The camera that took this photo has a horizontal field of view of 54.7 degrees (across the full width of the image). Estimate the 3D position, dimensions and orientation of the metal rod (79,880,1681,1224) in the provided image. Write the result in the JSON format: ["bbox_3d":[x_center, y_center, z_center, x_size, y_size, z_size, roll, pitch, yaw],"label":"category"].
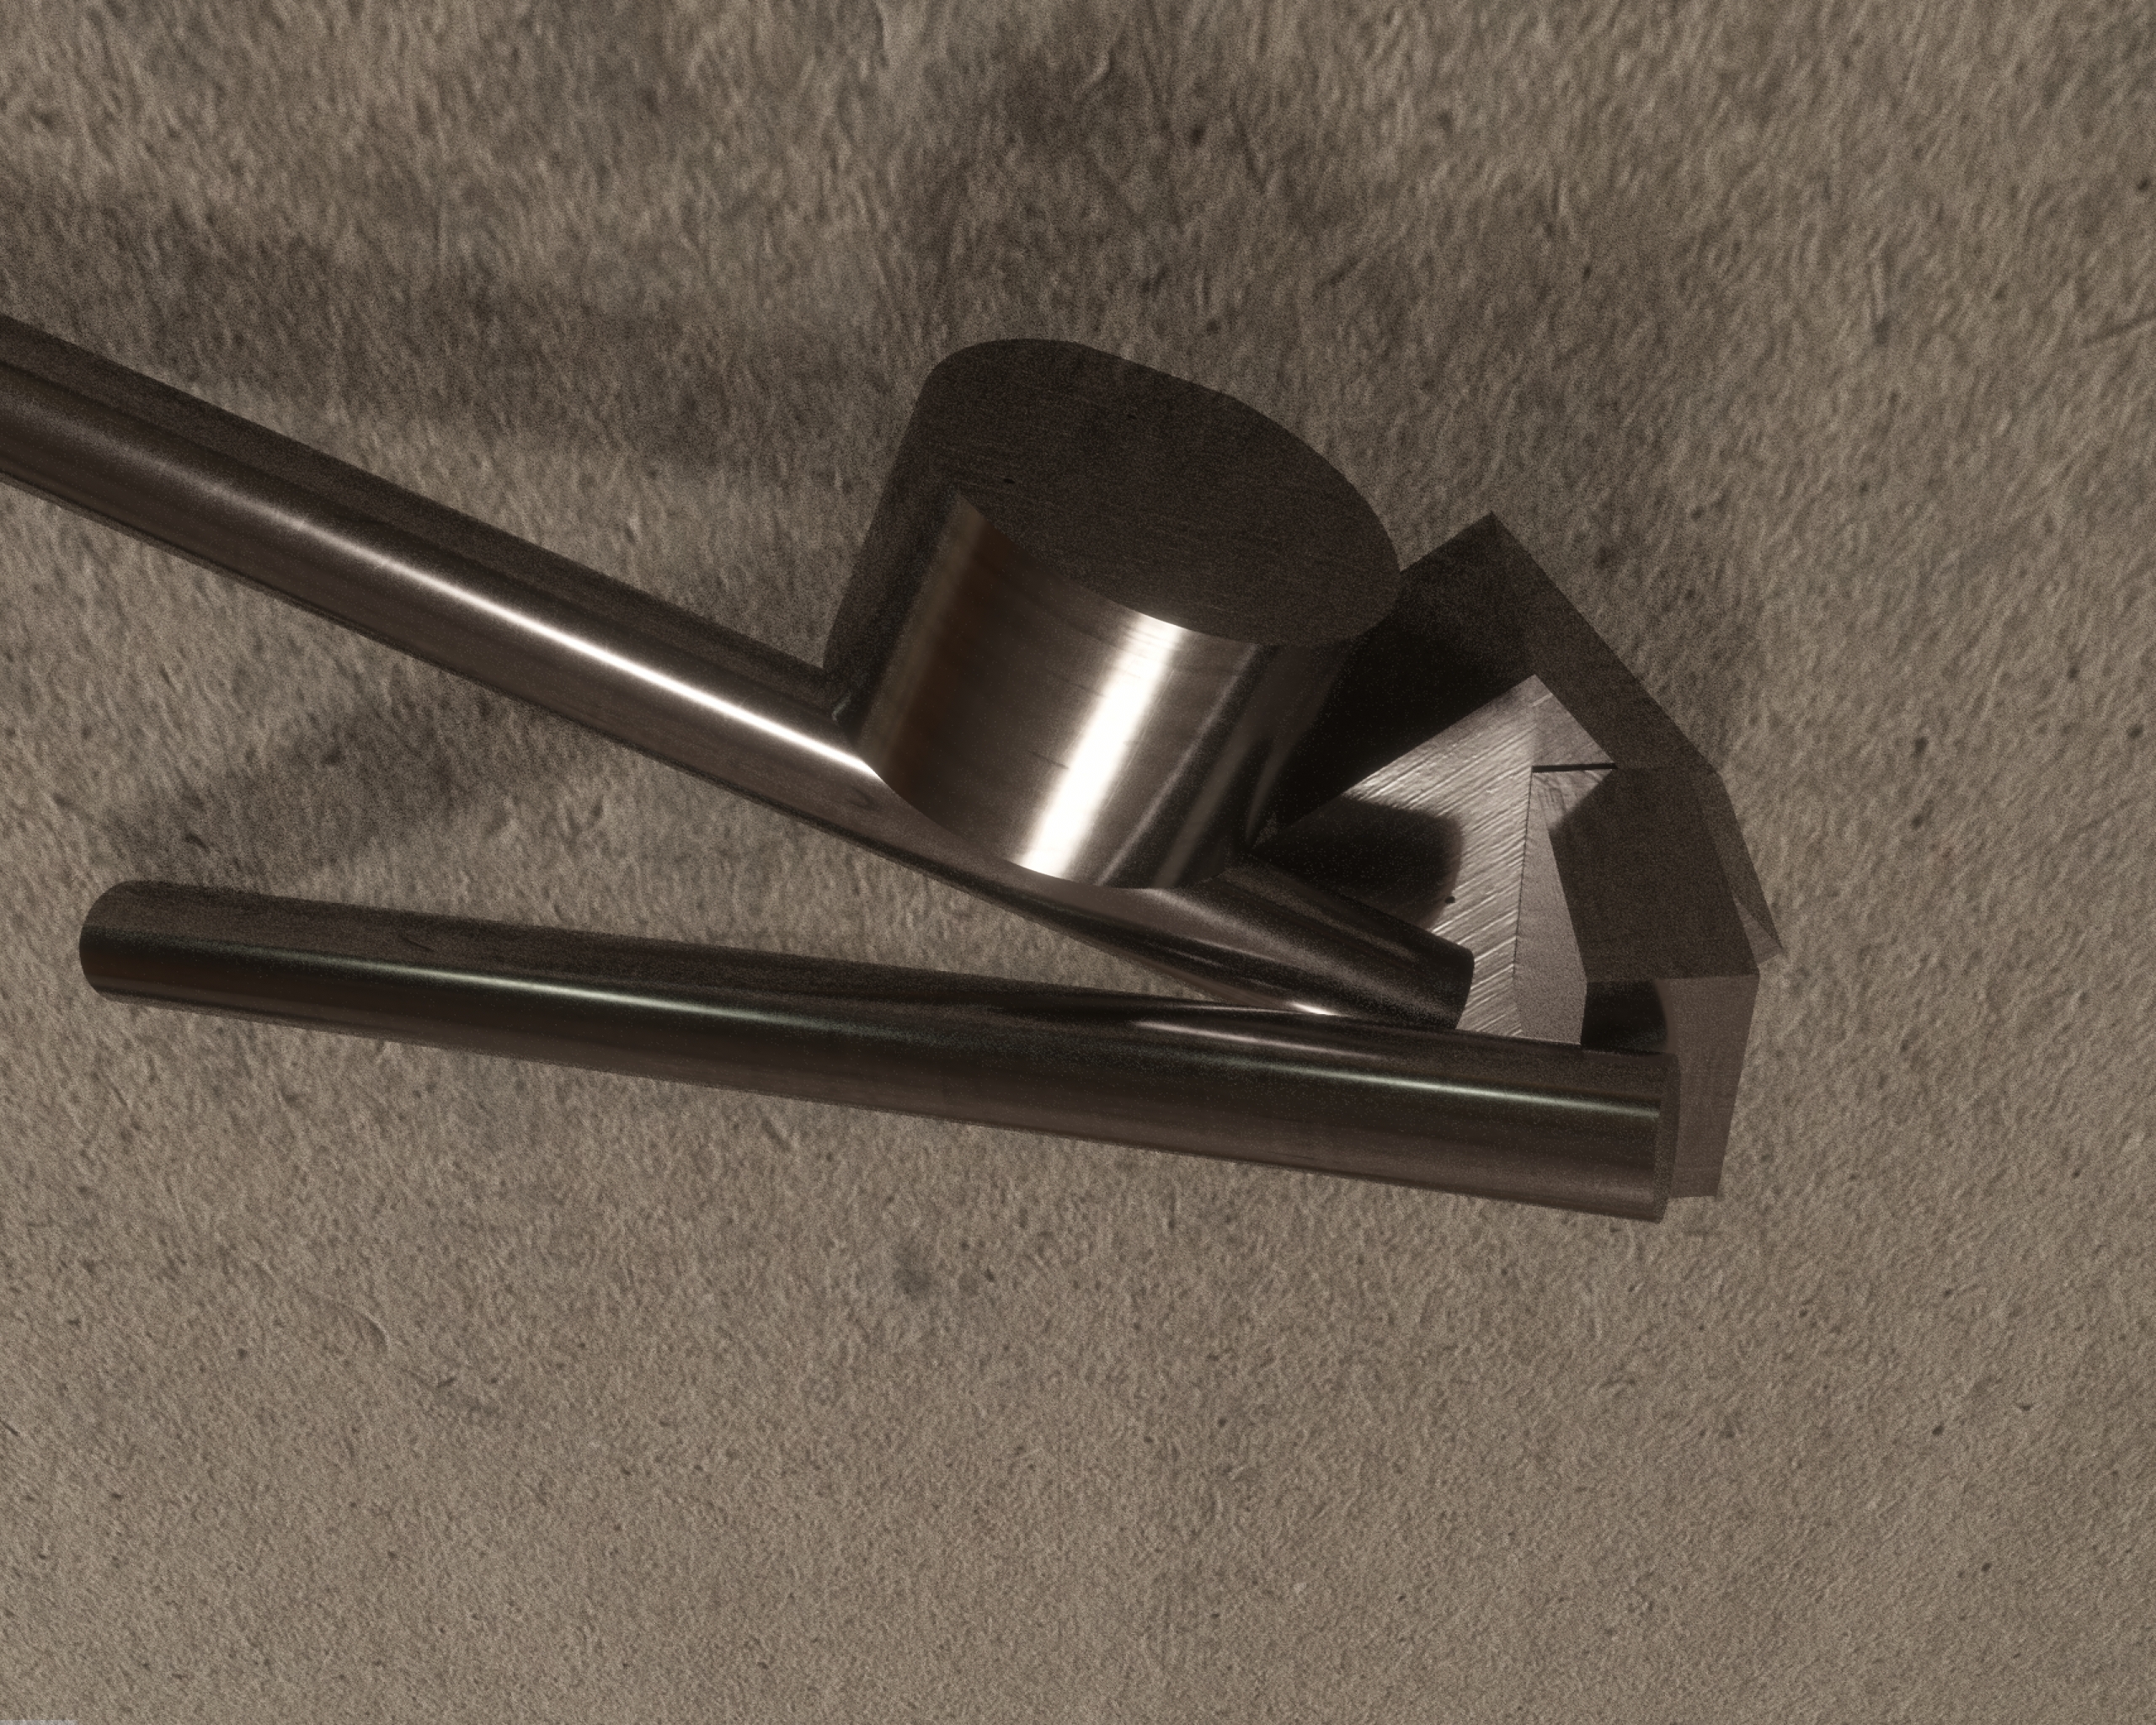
[{"bbox_3d":[-0.052,0.028,0.362,0.301,0.025,0.025,5,134,23],"label":"metal rod"}]

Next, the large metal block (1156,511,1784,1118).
[{"bbox_3d":[0.069,-0.004,0.388,0.080,0.050,0.080,-33,123,26],"label":"large metal block"}]

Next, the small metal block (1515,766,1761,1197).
[{"bbox_3d":[0.089,0.020,0.341,0.025,0.050,0.050,-3,130,3],"label":"small metal block"}]

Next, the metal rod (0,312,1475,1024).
[{"bbox_3d":[-0.076,-0.033,0.342,0.301,0.025,0.025,23,127,-5],"label":"metal rod"}]

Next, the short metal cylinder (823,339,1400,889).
[{"bbox_3d":[0.005,-0.041,0.339,0.081,0.080,0.050,16,128,-14],"label":"short metal cylinder"}]
